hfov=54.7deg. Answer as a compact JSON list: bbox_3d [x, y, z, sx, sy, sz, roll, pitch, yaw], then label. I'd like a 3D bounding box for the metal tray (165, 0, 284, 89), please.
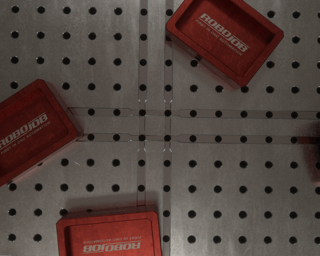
[{"bbox_3d":[0.083,-0.125,0.411,0.130,0.030,0.090,37,90,-1],"label":"metal tray"}]

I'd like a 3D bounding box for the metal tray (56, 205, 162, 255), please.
[{"bbox_3d":[-0.064,0.156,0.410,0.131,0.030,0.089,-5,90,-1],"label":"metal tray"}]

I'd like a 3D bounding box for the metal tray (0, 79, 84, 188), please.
[{"bbox_3d":[-0.181,0.007,0.408,0.130,0.030,0.090,-33,90,-1],"label":"metal tray"}]
